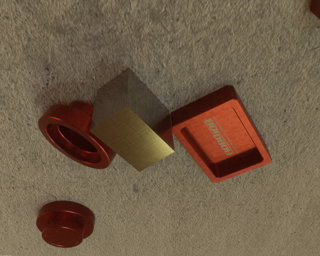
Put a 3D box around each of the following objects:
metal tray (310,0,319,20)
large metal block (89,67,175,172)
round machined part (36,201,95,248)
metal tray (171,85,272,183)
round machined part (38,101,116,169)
[{"bbox_3d":[0.216,-0.148,0.280,0.131,0.030,0.089,-4,130,3],"label":"metal tray"},{"bbox_3d":[-0.030,-0.010,0.360,0.050,0.080,0.080,-32,124,20],"label":"large metal block"},{"bbox_3d":[-0.166,0.174,0.542,0.099,0.042,0.097,-1,130,0],"label":"round machined part"},{"bbox_3d":[0.084,0.014,0.417,0.090,0.030,0.130,-26,126,20],"label":"metal tray"},{"bbox_3d":[-0.095,0.005,0.381,0.098,0.042,0.098,21,147,14],"label":"round machined part"}]
